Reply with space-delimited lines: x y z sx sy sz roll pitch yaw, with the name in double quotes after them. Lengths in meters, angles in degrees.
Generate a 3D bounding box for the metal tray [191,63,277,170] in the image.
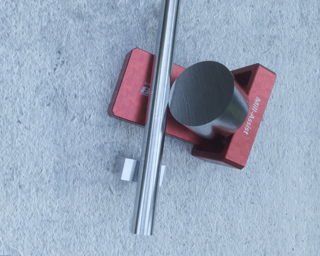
0.095 -0.015 0.412 0.030 0.090 0.130 24 82 -19 "metal tray"

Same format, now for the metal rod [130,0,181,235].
-0.002 -0.030 0.369 0.025 0.025 0.299 12 77 -20 "metal rod"

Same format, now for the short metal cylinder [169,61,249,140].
0.058 -0.031 0.364 0.050 0.080 0.080 32 78 -51 "short metal cylinder"

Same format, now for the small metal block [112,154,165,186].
-0.028 0.052 0.387 0.050 0.050 0.025 13 86 -20 "small metal block"

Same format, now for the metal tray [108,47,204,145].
0.007 -0.039 0.411 0.131 0.030 0.090 19 83 -20 "metal tray"
